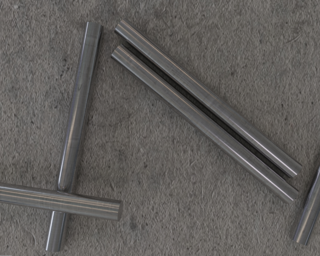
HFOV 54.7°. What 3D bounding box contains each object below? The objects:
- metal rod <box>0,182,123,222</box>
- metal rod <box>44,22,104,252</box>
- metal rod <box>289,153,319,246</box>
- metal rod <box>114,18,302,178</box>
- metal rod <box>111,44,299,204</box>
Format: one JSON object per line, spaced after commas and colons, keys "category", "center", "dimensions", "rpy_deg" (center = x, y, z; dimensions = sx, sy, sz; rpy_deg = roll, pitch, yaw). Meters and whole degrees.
{"category": "metal rod", "center": [-0.196, 0.082, 0.390], "dimensions": [0.302, 0.025, 0.025], "rpy_deg": [7, 90, 7]}
{"category": "metal rod", "center": [-0.113, 0.011, 0.408], "dimensions": [0.025, 0.025, 0.298], "rpy_deg": [10, 90, 0]}
{"category": "metal rod", "center": [0.236, 0.010, 0.411], "dimensions": [0.025, 0.025, 0.299], "rpy_deg": [21, 90, 0]}
{"category": "metal rod", "center": [0.063, -0.039, 0.410], "dimensions": [0.300, 0.025, 0.025], "rpy_deg": [40, 90, 0]}
{"category": "metal rod", "center": [0.059, -0.005, 0.410], "dimensions": [0.300, 0.025, 0.025], "rpy_deg": [40, 90, 0]}
